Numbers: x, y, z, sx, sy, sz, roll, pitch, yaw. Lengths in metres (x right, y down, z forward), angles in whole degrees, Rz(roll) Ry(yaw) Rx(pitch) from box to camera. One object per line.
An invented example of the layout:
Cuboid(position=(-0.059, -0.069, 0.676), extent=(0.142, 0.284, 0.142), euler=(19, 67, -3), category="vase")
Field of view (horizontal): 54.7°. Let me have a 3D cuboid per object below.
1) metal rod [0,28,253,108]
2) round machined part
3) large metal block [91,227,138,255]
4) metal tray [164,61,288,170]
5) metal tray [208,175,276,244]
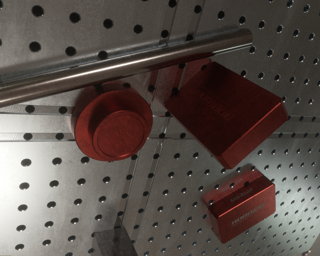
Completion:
Cuboid(position=(-0.024, -0.074, 0.353), extent=(0.302, 0.025, 0.025), euler=(-17, 126, -19), category="metal rod")
Cuboid(position=(-0.053, 0.000, 0.373), extent=(0.099, 0.042, 0.097), euler=(-14, 125, -21), category="round machined part")
Cuboid(position=(-0.070, 0.213, 0.471), extent=(0.050, 0.080, 0.079), euler=(-2, 120, -28), category="large metal block")
Cuboid(position=(0.072, -0.022, 0.371), extent=(0.090, 0.130, 0.030), euler=(-42, 130, 0), category="metal tray")
Cuboid(position=(0.161, 0.157, 0.597), extent=(0.131, 0.030, 0.090), euler=(-26, 128, -12), category="metal tray")
